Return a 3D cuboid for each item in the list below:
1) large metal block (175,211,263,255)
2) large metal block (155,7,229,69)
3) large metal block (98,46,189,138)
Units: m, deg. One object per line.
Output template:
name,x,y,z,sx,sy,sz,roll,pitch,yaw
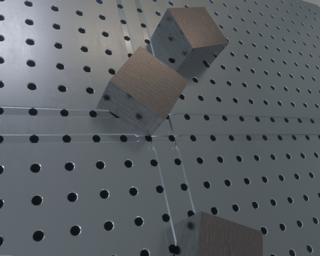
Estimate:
large metal block,0.063,0.146,0.336,0.080,0.050,0.080,22,54,-15
large metal block,0.052,-0.150,0.511,0.081,0.050,0.080,-18,71,-35
large metal block,-0.020,-0.048,0.410,0.080,0.050,0.080,35,51,-5
